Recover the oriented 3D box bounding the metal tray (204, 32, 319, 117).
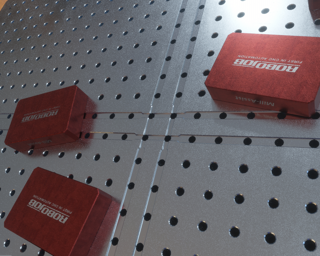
[{"bbox_3d":[0.132,-0.070,0.379,0.130,0.030,0.090,16,70,34],"label":"metal tray"}]

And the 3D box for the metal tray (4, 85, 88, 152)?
[{"bbox_3d":[-0.189,-0.015,0.515,0.130,0.030,0.090,-10,57,22],"label":"metal tray"}]

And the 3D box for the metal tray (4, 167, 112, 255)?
[{"bbox_3d":[-0.137,0.111,0.411,0.130,0.030,0.090,11,67,32],"label":"metal tray"}]

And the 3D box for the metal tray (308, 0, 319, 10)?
[{"bbox_3d":[0.242,-0.224,0.416,0.090,0.030,0.130,-7,59,24],"label":"metal tray"}]
